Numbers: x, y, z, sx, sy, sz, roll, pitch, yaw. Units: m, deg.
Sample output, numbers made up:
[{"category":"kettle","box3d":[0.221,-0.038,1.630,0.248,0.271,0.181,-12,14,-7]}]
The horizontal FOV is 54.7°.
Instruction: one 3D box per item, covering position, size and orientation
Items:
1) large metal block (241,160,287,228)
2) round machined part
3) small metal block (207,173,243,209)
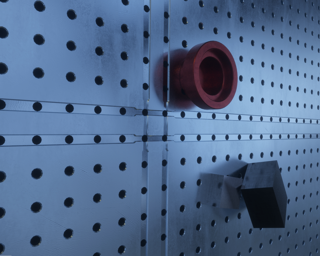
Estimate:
[{"category":"large metal block","box3d":[0.181,0.113,0.531,0.080,0.050,0.080,-48,121,-55]},{"category":"round machined part","box3d":[0.068,-0.076,0.457,0.099,0.042,0.097,0,90,-40]},{"category":"small metal block","box3d":[0.106,0.103,0.501,0.050,0.025,0.050,16,80,-39]}]
